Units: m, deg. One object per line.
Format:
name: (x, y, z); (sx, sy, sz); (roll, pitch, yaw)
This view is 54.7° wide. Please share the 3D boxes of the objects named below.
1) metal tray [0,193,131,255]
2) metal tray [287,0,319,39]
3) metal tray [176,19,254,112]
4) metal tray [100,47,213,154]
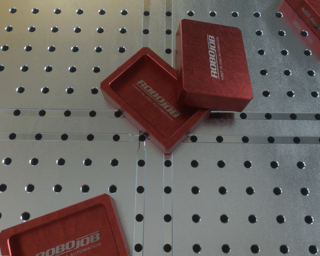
metal tray: (-0.106, 0.140, 0.356); (0.131, 0.030, 0.090); (-19, 71, -7)
metal tray: (0.271, -0.186, 0.480); (0.090, 0.030, 0.130); (-28, 73, -10)
metal tray: (0.070, -0.087, 0.420); (0.091, 0.030, 0.130); (6, 58, -10)
metal tray: (-0.005, -0.040, 0.423); (0.130, 0.030, 0.090); (42, 75, 13)
